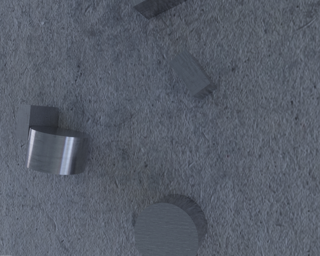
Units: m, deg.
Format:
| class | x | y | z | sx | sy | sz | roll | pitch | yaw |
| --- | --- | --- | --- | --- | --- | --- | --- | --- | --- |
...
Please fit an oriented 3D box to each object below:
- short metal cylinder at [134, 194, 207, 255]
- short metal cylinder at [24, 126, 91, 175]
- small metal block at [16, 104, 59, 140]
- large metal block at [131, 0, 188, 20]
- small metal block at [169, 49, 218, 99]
| class | x | y | z | sx | sy | sz | roll | pitch | yaw |
| --- | --- | --- | --- | --- | --- | --- | --- | --- | --- |
| short metal cylinder | 0.015 | 0.128 | 0.390 | 0.080 | 0.050 | 0.080 | 0 | 90 | 20 |
| short metal cylinder | -0.141 | 0.029 | 0.429 | 0.080 | 0.080 | 0.050 | 12 | 94 | 19 |
| small metal block | -0.180 | -0.008 | 0.458 | 0.025 | 0.050 | 0.050 | 7 | 92 | 28 |
| large metal block | -0.002 | -0.200 | 0.396 | 0.080 | 0.050 | 0.080 | -21 | 83 | 18 |
| small metal block | 0.042 | -0.064 | 0.381 | 0.025 | 0.050 | 0.050 | -37 | 78 | 16 |
